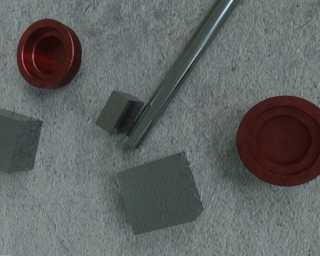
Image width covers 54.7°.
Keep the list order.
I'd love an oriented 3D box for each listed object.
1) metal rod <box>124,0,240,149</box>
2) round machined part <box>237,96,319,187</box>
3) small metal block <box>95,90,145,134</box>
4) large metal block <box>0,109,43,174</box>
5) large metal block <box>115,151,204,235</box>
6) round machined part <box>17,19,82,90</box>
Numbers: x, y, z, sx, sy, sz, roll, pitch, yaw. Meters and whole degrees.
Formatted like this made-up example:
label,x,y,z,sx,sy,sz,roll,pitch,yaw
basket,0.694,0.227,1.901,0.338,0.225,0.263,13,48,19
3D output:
label,x,y,z,sx,sy,sz,roll,pitch,yaw
metal rod,0.044,-0.099,0.393,0.025,0.025,0.299,38,102,16
round machined part,0.139,0.014,0.351,0.098,0.042,0.097,0,90,20
small metal block,-0.053,-0.020,0.414,0.025,0.050,0.050,34,101,17
large metal block,-0.238,0.017,0.480,0.080,0.050,0.080,16,95,19
large metal block,0.001,0.081,0.395,0.080,0.050,0.080,-20,84,19
round machined part,-0.156,-0.105,0.455,0.098,0.042,0.097,0,90,20
